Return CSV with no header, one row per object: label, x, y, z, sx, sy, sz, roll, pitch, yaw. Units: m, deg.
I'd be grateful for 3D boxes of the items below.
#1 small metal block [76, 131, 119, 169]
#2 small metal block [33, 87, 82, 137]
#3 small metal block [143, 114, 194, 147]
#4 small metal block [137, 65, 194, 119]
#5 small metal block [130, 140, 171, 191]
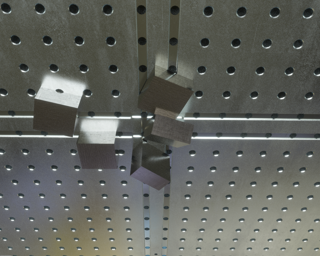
small metal block,-0.086,0.032,0.438,0.050,0.025,0.050,0,130,0
small metal block,-0.131,-0.019,0.394,0.050,0.025,0.050,13,129,-11
small metal block,0.009,0.005,0.399,0.050,0.025,0.050,15,168,-13
small metal block,0.006,-0.041,0.376,0.050,0.025,0.050,20,127,-16
small metal block,-0.013,0.053,0.440,0.050,0.050,0.025,32,123,-24
